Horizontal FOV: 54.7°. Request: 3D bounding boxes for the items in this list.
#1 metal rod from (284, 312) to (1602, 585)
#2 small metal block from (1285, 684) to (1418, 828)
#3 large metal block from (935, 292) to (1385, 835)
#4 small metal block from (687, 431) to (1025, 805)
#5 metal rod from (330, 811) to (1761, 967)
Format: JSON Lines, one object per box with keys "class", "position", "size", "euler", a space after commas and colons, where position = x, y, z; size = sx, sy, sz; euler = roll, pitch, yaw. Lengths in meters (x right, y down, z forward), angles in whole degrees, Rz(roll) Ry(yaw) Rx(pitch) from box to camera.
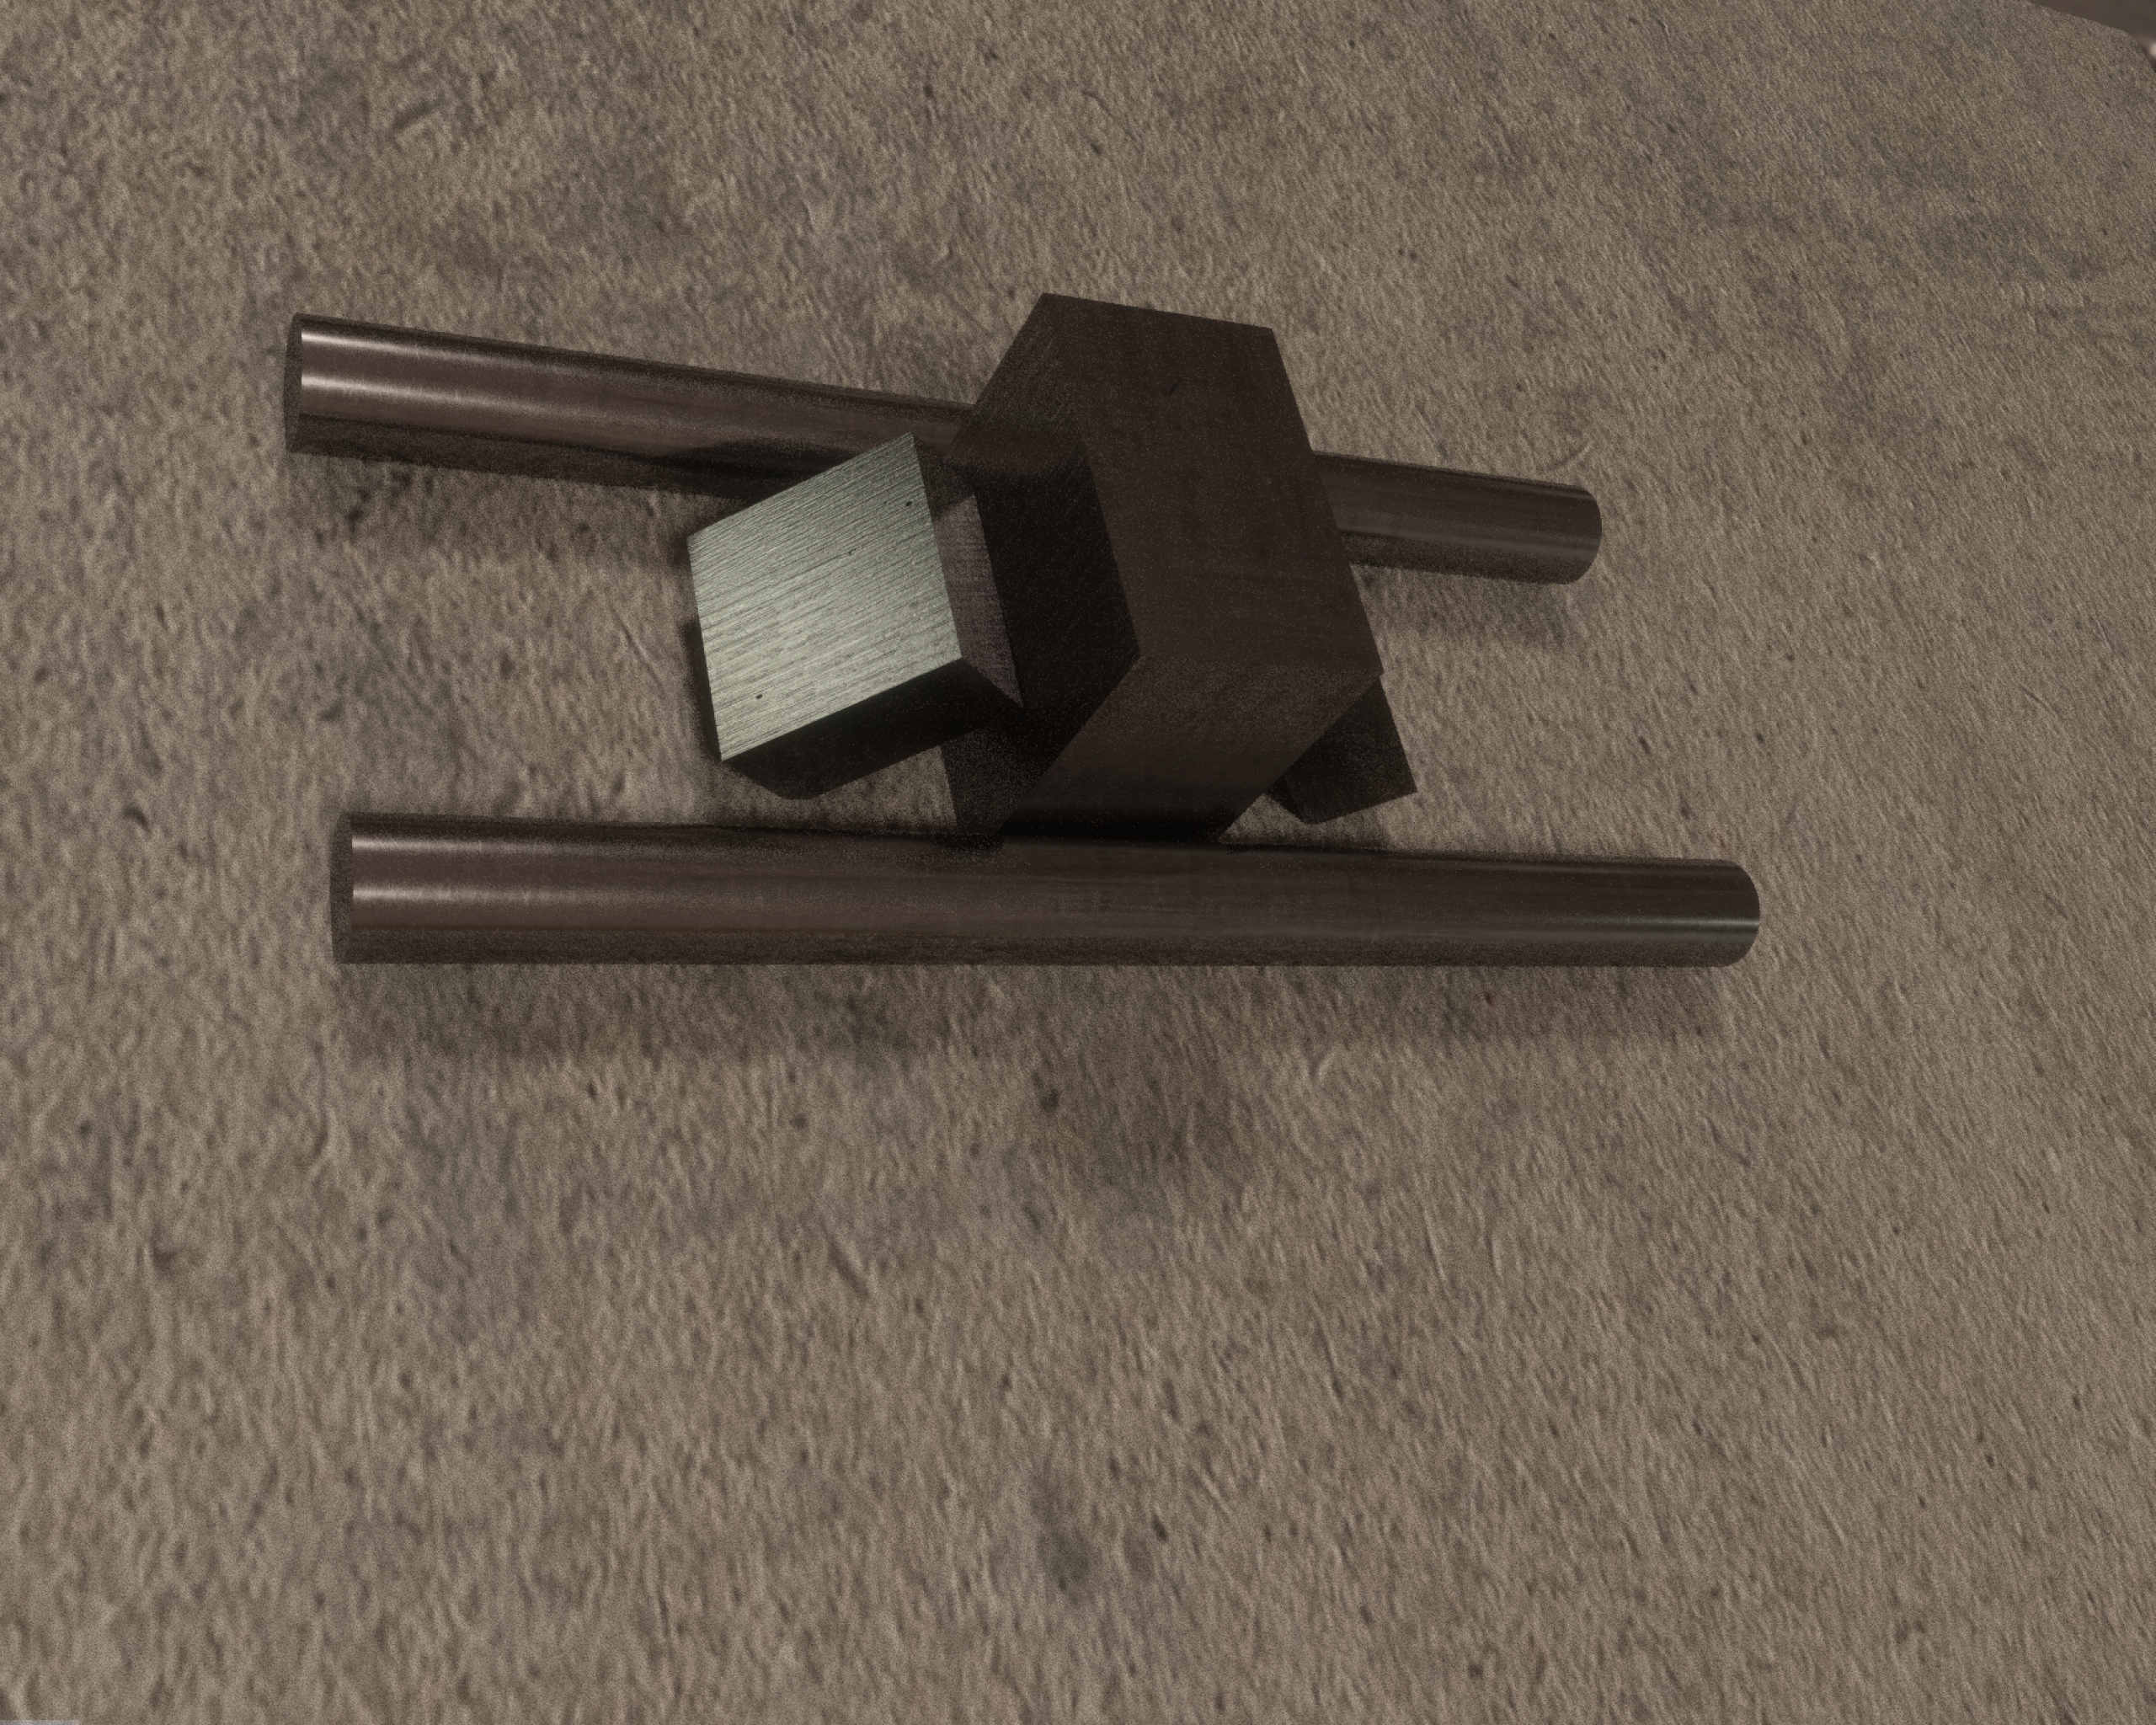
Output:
{"class": "metal rod", "position": [-0.010, -0.085, 0.453], "size": [0.303, 0.025, 0.025], "euler": [1, 61, -28]}
{"class": "small metal block", "position": [0.050, -0.042, 0.442], "size": [0.025, 0.050, 0.050], "euler": [-18, 64, 9]}
{"class": "large metal block", "position": [0.007, -0.051, 0.409], "size": [0.050, 0.080, 0.080], "euler": [1, 62, -28]}
{"class": "small metal block", "position": [-0.043, -0.045, 0.394], "size": [0.025, 0.050, 0.050], "euler": [37, 36, -59]}
{"class": "metal rod", "position": [0.014, 0.008, 0.409], "size": [0.303, 0.025, 0.025], "euler": [2, 61, -28]}
